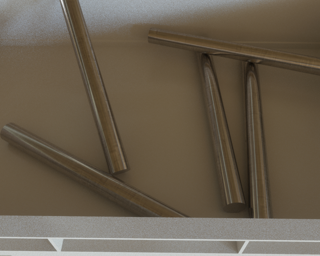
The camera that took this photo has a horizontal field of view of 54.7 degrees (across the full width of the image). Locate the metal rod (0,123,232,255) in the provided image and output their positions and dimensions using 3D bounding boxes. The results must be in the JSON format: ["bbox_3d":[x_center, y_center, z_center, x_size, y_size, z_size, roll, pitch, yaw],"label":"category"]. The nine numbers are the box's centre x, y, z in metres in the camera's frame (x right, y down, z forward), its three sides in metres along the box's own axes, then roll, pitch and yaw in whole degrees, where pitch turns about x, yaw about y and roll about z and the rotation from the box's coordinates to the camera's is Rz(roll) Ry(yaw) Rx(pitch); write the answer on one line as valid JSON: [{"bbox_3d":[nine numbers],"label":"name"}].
[{"bbox_3d":[-0.065,0.062,0.351,0.301,0.025,0.025,24,54,19],"label":"metal rod"}]

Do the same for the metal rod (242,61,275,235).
[{"bbox_3d":[0.125,-0.009,0.413,0.025,0.025,0.300,6,50,5],"label":"metal rod"}]

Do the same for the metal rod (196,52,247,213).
[{"bbox_3d":[0.076,-0.029,0.429,0.025,0.025,0.300,-1,50,-1],"label":"metal rod"}]

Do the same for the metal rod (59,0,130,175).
[{"bbox_3d":[-0.094,-0.085,0.401,0.025,0.025,0.299,-16,75,-13],"label":"metal rod"}]

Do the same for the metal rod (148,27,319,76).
[{"bbox_3d":[0.129,-0.113,0.466,0.301,0.025,0.025,14,51,11],"label":"metal rod"}]
